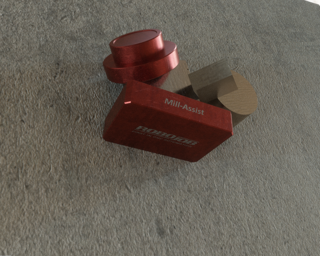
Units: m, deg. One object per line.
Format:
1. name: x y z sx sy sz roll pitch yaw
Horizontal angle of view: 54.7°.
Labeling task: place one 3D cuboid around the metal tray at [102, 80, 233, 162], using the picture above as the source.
1. metal tray: 0.008 -0.002 0.368 0.131 0.090 0.030 16 56 -20

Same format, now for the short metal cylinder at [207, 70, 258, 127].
1. short metal cylinder: 0.099 -0.042 0.469 0.081 0.050 0.080 14 56 -21

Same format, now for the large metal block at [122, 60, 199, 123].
1. large metal block: 0.000 -0.047 0.419 0.081 0.050 0.080 -2 63 -29

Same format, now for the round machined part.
1. round machined part: -0.027 -0.098 0.402 0.099 0.098 0.042 -42 131 -39

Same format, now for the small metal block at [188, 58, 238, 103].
1. small metal block: 0.070 -0.060 0.405 0.050 0.050 0.025 33 37 -64
